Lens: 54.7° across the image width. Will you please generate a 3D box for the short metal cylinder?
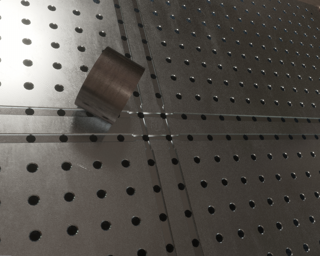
[{"bbox_3d":[-0.060,-0.050,0.373,0.050,0.080,0.080,30,52,-10],"label":"short metal cylinder"}]
